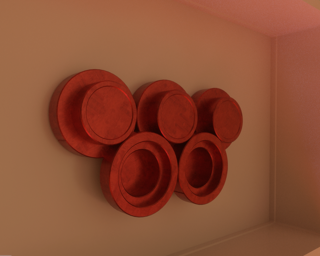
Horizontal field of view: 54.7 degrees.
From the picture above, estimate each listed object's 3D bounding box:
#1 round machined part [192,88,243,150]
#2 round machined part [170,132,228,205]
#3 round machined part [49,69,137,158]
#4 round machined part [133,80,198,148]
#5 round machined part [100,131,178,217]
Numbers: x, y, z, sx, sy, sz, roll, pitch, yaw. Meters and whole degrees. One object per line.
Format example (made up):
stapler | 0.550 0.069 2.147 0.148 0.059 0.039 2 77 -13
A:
round machined part | 0.087 -0.012 0.465 0.099 0.042 0.097 1 89 -39
round machined part | 0.047 0.054 0.433 0.099 0.042 0.097 0 90 -40
round machined part | -0.065 -0.015 0.338 0.099 0.042 0.097 1 89 -41
round machined part | 0.010 -0.014 0.401 0.099 0.042 0.097 1 89 -39
round machined part | -0.028 0.052 0.369 0.099 0.042 0.097 0 90 -40
